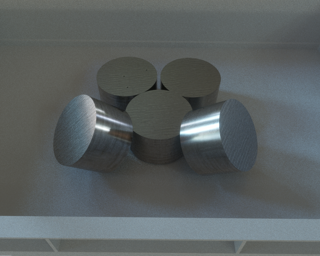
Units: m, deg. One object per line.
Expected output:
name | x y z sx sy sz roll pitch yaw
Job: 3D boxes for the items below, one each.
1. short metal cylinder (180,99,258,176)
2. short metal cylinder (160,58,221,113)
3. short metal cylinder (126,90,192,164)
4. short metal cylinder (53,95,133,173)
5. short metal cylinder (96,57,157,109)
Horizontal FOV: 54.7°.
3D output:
short metal cylinder | 0.068 0.012 0.350 0.050 0.080 0.080 -15 37 41
short metal cylinder | 0.041 -0.053 0.432 0.081 0.050 0.080 0 50 0
short metal cylinder | -0.001 -0.002 0.386 0.081 0.050 0.080 0 50 0
short metal cylinder | -0.077 0.008 0.352 0.050 0.080 0.080 22 33 -44
short metal cylinder | -0.044 -0.054 0.430 0.081 0.050 0.080 0 50 0
